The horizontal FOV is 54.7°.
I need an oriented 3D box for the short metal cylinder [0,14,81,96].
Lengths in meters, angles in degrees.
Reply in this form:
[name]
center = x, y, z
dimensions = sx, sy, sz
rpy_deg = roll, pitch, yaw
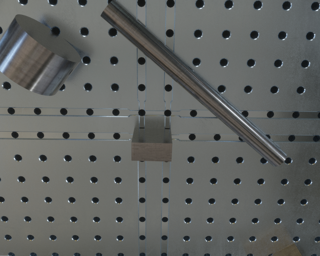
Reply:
[short metal cylinder]
center = -0.139, -0.082, 0.352
dimensions = 0.080, 0.080, 0.050
rpy_deg = 38, 106, -13

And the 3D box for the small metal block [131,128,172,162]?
[small metal block]
center = -0.010, 0.021, 0.408
dimensions = 0.050, 0.050, 0.025
rpy_deg = 2, 110, -1

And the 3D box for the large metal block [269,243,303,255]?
[large metal block]
center = 0.207, 0.246, 0.494
dimensions = 0.080, 0.050, 0.080
rpy_deg = -34, 107, 11

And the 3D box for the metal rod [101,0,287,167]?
[metal rod]
center = 0.052, -0.048, 0.396
dimensions = 0.301, 0.025, 0.025
rpy_deg = 39, 105, -14
